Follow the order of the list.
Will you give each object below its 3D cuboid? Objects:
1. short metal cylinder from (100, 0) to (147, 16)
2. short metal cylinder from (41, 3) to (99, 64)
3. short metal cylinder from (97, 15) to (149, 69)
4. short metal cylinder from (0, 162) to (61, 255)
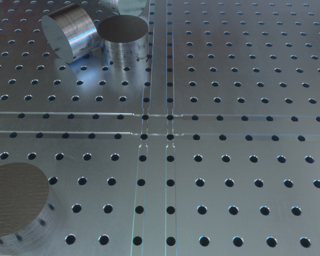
[{"bbox_3d":[-0.068,-0.252,0.583,0.050,0.080,0.080,33,58,24],"label":"short metal cylinder"},{"bbox_3d":[-0.144,-0.151,0.498,0.080,0.080,0.050,37,59,26],"label":"short metal cylinder"},{"bbox_3d":[-0.059,-0.143,0.511,0.081,0.050,0.080,0,50,0],"label":"short metal cylinder"},{"bbox_3d":[-0.149,0.083,0.321,0.081,0.050,0.080,0,50,0],"label":"short metal cylinder"}]
